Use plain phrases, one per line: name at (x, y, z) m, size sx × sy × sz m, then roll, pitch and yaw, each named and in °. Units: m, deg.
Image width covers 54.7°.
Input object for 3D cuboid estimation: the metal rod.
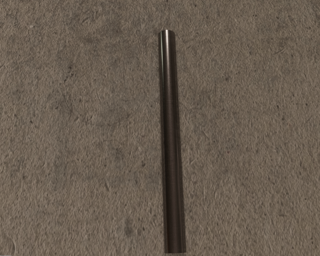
metal rod at (0.014, 0.003, 0.407) m, size 0.025 × 0.025 × 0.299 m, roll -1°, pitch 70°, yaw -1°
